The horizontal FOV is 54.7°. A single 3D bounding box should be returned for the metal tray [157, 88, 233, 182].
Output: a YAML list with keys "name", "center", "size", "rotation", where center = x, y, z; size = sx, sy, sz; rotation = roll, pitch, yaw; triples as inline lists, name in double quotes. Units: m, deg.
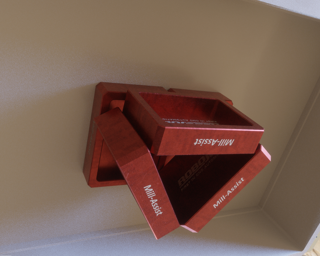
- name: "metal tray"
  center: [0.040, 0.013, 0.433]
  size: [0.091, 0.030, 0.129]
  rotation: [1, 117, -29]

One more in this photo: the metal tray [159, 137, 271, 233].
- name: "metal tray"
  center: [0.060, 0.053, 0.390]
  size: [0.130, 0.090, 0.030]
  rotation: [-46, 129, 4]

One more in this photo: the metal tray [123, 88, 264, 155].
- name: "metal tray"
  center: [0.035, -0.008, 0.339]
  size: [0.131, 0.090, 0.030]
  rotation: [2, 118, -29]

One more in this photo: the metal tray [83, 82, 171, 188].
- name: "metal tray"
  center: [-0.041, 0.011, 0.389]
  size: [0.091, 0.030, 0.129]
  rotation: [1, 117, -28]

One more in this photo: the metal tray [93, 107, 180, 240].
- name: "metal tray"
  center: [-0.025, 0.051, 0.343]
  size: [0.030, 0.090, 0.129]
  rotation: [-28, 128, -10]
